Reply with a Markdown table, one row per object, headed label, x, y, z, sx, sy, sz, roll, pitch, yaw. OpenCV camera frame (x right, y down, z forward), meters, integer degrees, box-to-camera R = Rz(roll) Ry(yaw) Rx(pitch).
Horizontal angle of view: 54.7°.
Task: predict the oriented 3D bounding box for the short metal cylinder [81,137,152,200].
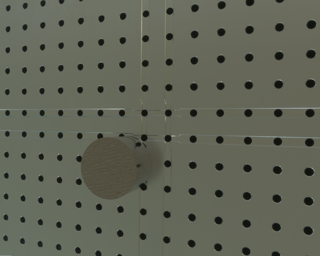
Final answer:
| label | x | y | z | sx | sy | sz | roll | pitch | yaw |
| --- | --- | --- | --- | --- | --- | --- | --- | --- | --- |
| short metal cylinder | -0.058 | 0.051 | 0.419 | 0.080 | 0.050 | 0.079 | 0 | 90 | 19 |
